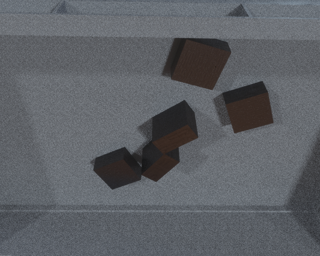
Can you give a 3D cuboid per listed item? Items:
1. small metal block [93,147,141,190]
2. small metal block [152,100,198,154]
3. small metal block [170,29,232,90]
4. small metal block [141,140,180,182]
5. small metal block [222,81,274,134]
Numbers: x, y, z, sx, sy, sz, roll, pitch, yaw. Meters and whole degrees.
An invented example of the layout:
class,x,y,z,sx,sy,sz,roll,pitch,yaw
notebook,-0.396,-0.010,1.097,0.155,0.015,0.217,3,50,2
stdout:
class,x,y,z,sx,sy,sz,roll,pitch,yaw
small metal block,-0.062,0.061,0.460,0.050,0.025,0.050,-21,127,17
small metal block,0.018,-0.001,0.392,0.050,0.050,0.025,-27,125,21
small metal block,0.044,-0.075,0.346,0.050,0.025,0.050,13,129,-12
small metal block,0.000,0.037,0.424,0.025,0.050,0.050,30,124,-24
small metal block,0.111,-0.025,0.389,0.050,0.025,0.050,-16,129,13
